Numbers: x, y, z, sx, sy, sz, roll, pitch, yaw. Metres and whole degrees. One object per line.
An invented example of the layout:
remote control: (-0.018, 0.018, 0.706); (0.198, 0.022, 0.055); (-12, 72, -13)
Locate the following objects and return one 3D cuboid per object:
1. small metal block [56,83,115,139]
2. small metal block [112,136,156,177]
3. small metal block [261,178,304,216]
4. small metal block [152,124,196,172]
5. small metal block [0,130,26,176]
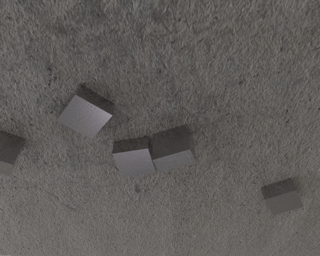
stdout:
small metal block: (-0.093, -0.020, 0.389); (0.050, 0.025, 0.050); (31, 124, -24)
small metal block: (-0.036, 0.042, 0.442); (0.050, 0.025, 0.050); (-9, 130, 7)
small metal block: (0.199, 0.113, 0.505); (0.050, 0.025, 0.050); (-23, 127, 18)
small metal block: (0.018, 0.026, 0.413); (0.050, 0.050, 0.025); (-17, 128, 14)
small metal block: (-0.216, 0.031, 0.415); (0.050, 0.050, 0.025); (21, 127, -17)
